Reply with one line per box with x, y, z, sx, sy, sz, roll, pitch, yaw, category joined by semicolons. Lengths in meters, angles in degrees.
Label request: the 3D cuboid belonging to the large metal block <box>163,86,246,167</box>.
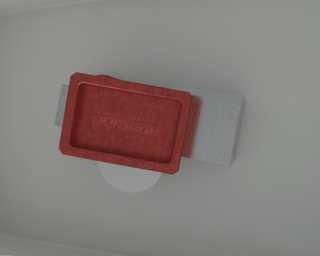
0.054;-0.004;0.375;0.080;0.050;0.079;11;94;19;large metal block

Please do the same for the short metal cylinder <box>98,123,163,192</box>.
-0.032;0.034;0.394;0.080;0.050;0.079;2;103;7;short metal cylinder

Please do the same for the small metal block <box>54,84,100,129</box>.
-0.100;-0.025;0.385;0.025;0.050;0.050;13;95;19;small metal block

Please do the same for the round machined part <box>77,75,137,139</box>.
-0.084;-0.025;0.428;0.098;0.042;0.097;0;90;19;round machined part

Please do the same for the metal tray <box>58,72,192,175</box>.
-0.037;-0.006;0.343;0.131;0.030;0.089;10;94;0;metal tray
